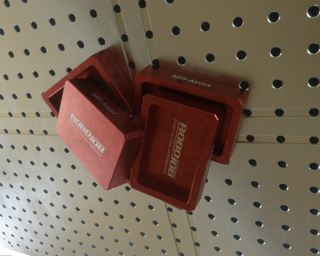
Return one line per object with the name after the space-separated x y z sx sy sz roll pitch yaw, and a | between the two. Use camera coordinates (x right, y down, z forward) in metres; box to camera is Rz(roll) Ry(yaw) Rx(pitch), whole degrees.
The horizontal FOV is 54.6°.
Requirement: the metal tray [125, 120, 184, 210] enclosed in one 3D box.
-0.010 0.053 0.446 0.130 0.030 0.089 24 127 14 | metal tray

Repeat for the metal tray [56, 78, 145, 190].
-0.084 0.005 0.403 0.130 0.030 0.089 41 125 29 | metal tray

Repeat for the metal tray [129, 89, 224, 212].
0.017 0.028 0.376 0.090 0.030 0.129 18 114 18 | metal tray

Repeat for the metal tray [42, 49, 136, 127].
-0.097 -0.039 0.435 0.130 0.030 0.090 -24 105 37 | metal tray

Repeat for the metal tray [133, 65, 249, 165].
0.032 -0.017 0.380 0.130 0.030 0.089 18 125 18 | metal tray
